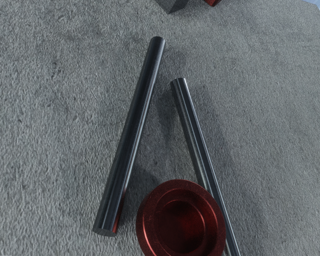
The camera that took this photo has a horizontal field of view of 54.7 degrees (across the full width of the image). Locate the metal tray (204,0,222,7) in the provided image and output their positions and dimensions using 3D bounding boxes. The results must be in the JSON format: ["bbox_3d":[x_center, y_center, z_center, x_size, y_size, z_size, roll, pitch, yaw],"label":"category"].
[{"bbox_3d":[0.087,-0.319,0.644,0.130,0.030,0.090,41,51,-1],"label":"metal tray"}]

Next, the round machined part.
[{"bbox_3d":[0.019,0.109,0.338,0.099,0.042,0.098,14,56,-21],"label":"round machined part"}]

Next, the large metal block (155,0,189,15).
[{"bbox_3d":[0.020,-0.263,0.542,0.080,0.080,0.050,49,51,5],"label":"large metal block"}]

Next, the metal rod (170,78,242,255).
[{"bbox_3d":[0.060,0.064,0.398,0.025,0.025,0.299,0,62,-29],"label":"metal rod"}]

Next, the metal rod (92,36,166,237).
[{"bbox_3d":[-0.029,-0.014,0.397,0.025,0.025,0.300,23,53,-15],"label":"metal rod"}]
